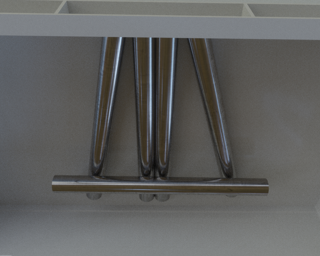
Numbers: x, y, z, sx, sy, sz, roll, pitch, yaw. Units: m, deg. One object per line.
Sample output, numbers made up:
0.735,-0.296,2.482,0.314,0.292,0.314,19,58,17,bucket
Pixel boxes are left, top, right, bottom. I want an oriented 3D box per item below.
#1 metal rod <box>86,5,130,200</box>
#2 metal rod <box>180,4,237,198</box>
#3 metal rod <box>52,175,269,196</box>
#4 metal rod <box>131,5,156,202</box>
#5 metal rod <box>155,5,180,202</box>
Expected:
-0.074,-0.006,0.402,0.025,0.025,0.298,9,130,-8,metal rod
0.074,-0.009,0.401,0.025,0.025,0.299,-12,129,10,metal rod
0.001,0.082,0.443,0.302,0.025,0.025,1,130,-1,metal rod
-0.019,-0.004,0.404,0.025,0.025,0.298,1,130,-1,metal rod
0.006,-0.004,0.404,0.025,0.025,0.298,0,130,-1,metal rod
